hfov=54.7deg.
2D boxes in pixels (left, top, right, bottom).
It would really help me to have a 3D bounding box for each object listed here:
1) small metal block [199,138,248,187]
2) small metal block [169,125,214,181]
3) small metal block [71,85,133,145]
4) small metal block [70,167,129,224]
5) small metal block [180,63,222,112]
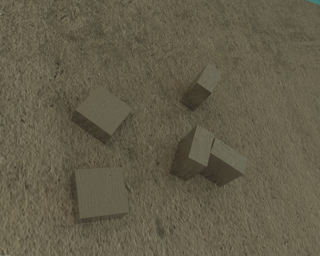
[{"bbox_3d":[0.075,0.046,0.400,0.050,0.050,0.025,33,52,-7],"label":"small metal block"},{"bbox_3d":[0.040,0.032,0.389,0.025,0.050,0.050,28,52,-10],"label":"small metal block"},{"bbox_3d":[-0.070,-0.016,0.376,0.050,0.025,0.050,37,51,-4],"label":"small metal block"},{"bbox_3d":[-0.064,0.070,0.326,0.050,0.025,0.050,1,61,-28],"label":"small metal block"},{"bbox_3d":[0.060,-0.060,0.456,0.025,0.050,0.050,35,51,-5],"label":"small metal block"}]
